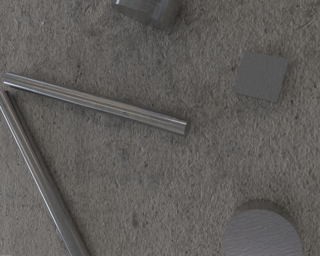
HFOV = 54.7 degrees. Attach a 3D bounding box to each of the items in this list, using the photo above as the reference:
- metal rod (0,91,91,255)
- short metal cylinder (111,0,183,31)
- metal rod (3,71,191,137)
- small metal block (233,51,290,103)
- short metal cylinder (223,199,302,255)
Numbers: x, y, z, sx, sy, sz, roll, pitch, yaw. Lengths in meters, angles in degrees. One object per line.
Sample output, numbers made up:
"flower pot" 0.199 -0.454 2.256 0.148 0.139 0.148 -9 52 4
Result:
"metal rod" -0.180 0.074 0.472 0.025 0.025 0.299 -33 80 17
"short metal cylinder" -0.014 -0.160 0.385 0.080 0.080 0.050 25 99 18
"metal rod" -0.102 -0.039 0.444 0.301 0.025 0.025 16 95 19
"small metal block" 0.120 -0.060 0.367 0.050 0.025 0.050 17 96 19
"short metal cylinder" 0.117 0.126 0.354 0.080 0.050 0.079 0 90 20
